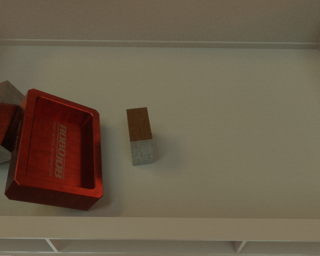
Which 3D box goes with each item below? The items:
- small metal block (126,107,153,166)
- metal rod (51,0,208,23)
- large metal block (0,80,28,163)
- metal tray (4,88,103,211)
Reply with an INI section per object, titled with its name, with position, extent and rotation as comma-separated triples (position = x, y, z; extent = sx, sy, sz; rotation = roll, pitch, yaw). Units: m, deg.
[small metal block]
position = -0.025, 0.011, 0.380
extent = 0.025, 0.050, 0.050
rotation = -7, 51, -6
[metal rod]
position = -0.054, -0.236, 0.605
extent = 0.302, 0.025, 0.025
rotation = -11, 51, -9
[large metal block]
position = -0.207, -0.001, 0.369
extent = 0.080, 0.050, 0.080
rotation = -16, 48, 17
[metal tray]
position = -0.114, 0.022, 0.350
extent = 0.091, 0.030, 0.130
rotation = 19, 41, -33
